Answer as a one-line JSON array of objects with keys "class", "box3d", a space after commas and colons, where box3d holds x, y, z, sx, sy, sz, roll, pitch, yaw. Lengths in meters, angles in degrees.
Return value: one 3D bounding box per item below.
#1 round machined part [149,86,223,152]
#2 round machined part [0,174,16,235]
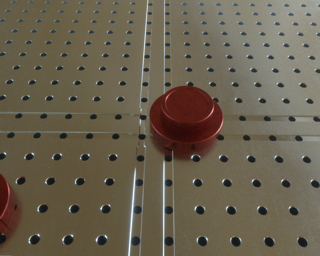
[{"class": "round machined part", "box3d": [0.035, -0.019, 0.413, 0.099, 0.042, 0.098, 0, 50, 0]}, {"class": "round machined part", "box3d": [-0.210, 0.081, 0.326, 0.099, 0.042, 0.098, 0, 50, 0]}]
